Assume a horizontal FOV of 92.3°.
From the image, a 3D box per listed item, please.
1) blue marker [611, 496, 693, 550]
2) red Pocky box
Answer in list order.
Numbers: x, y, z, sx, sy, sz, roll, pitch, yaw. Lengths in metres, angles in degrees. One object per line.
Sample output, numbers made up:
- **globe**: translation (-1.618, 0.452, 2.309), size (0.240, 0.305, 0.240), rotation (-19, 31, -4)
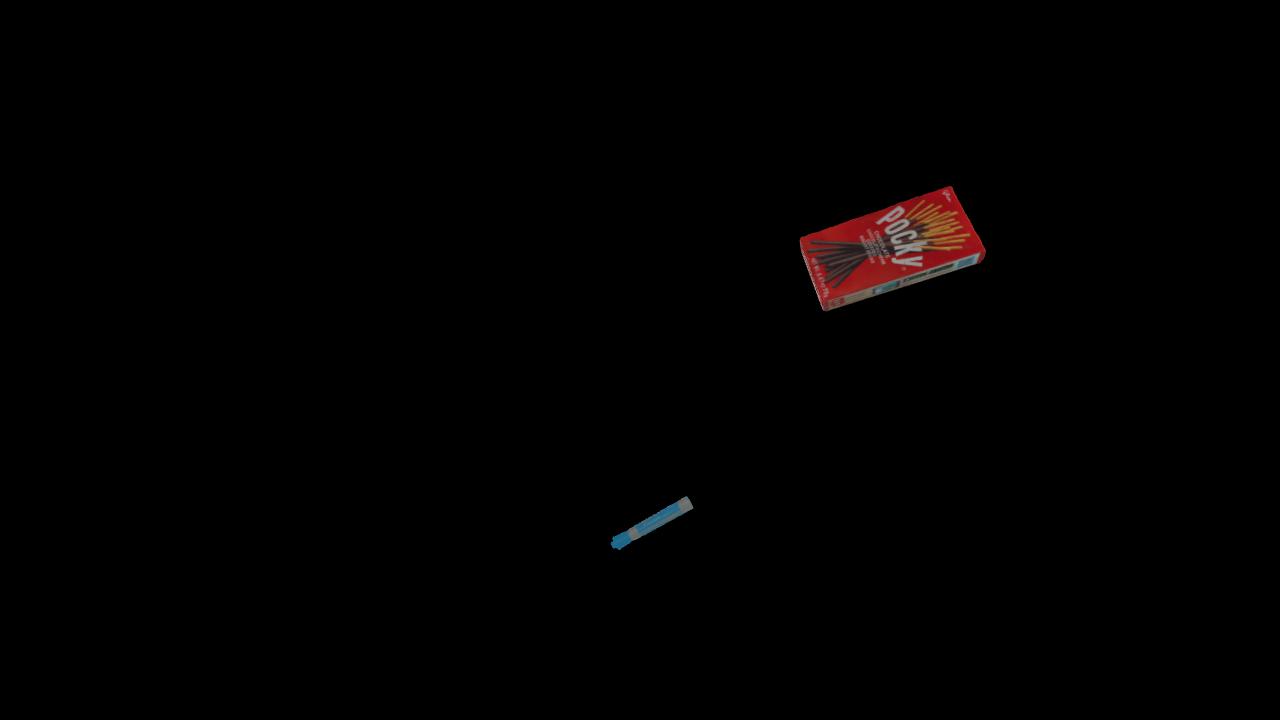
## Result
- **blue marker**: translation (0.015, 0.220, 0.823), size (0.121, 0.020, 0.020), rotation (-30, -2, 4)
- **red Pocky box**: translation (0.245, -0.110, 0.609), size (0.155, 0.083, 0.028), rotation (-18, -29, 11)
